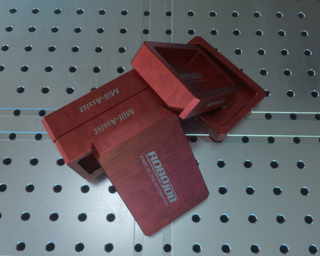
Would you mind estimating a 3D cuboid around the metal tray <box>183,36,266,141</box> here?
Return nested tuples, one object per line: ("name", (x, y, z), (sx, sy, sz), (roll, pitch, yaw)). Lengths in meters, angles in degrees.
("metal tray", (0.066, -0.056, 0.429), (0.090, 0.030, 0.130), (-42, 76, -14))

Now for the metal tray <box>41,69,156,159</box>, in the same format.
("metal tray", (-0.066, -0.016, 0.382), (0.131, 0.090, 0.030), (-31, 73, -11))

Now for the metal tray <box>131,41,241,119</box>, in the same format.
("metal tray", (0.037, -0.062, 0.375), (0.090, 0.030, 0.131), (49, 32, 15))

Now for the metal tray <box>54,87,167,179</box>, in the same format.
("metal tray", (-0.049, 0.008, 0.372), (0.131, 0.090, 0.030), (-31, 73, -11))

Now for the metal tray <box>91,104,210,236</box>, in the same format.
("metal tray", (-0.006, 0.050, 0.344), (0.090, 0.129, 0.030), (-31, 32, -11))
